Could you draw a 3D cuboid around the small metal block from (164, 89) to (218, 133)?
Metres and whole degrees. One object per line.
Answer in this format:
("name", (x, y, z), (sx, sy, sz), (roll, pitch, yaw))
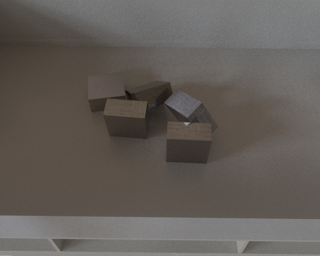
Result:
("small metal block", (0.039, -0.017, 0.391), (0.025, 0.050, 0.050), (-46, 42, -5))

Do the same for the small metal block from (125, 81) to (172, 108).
("small metal block", (-0.015, -0.045, 0.426), (0.050, 0.025, 0.050), (-19, 17, -17))

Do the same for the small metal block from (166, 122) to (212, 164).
("small metal block", (0.033, 0.018, 0.373), (0.050, 0.050, 0.025), (3, 53, 2))

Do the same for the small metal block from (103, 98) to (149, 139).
("small metal block", (-0.041, -0.011, 0.396), (0.050, 0.050, 0.025), (4, 58, 4))

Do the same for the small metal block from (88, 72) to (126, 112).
("small metal block", (-0.076, -0.052, 0.449), (0.050, 0.025, 0.050), (-7, 50, -6))
